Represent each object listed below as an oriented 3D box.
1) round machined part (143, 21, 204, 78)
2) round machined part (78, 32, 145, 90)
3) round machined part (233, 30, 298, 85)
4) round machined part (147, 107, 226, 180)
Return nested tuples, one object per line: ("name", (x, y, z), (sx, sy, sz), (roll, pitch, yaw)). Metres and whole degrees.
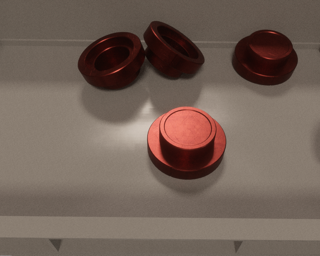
("round machined part", (0.016, -0.114, 0.471), (0.098, 0.042, 0.098), (27, 33, -20))
("round machined part", (-0.068, -0.096, 0.462), (0.098, 0.042, 0.098), (-11, 50, 13))
("round machined part", (0.168, -0.117, 0.489), (0.099, 0.042, 0.098), (1, 56, -1))
("round machined part", (0.033, 0.012, 0.385), (0.099, 0.042, 0.098), (0, 50, 0))
